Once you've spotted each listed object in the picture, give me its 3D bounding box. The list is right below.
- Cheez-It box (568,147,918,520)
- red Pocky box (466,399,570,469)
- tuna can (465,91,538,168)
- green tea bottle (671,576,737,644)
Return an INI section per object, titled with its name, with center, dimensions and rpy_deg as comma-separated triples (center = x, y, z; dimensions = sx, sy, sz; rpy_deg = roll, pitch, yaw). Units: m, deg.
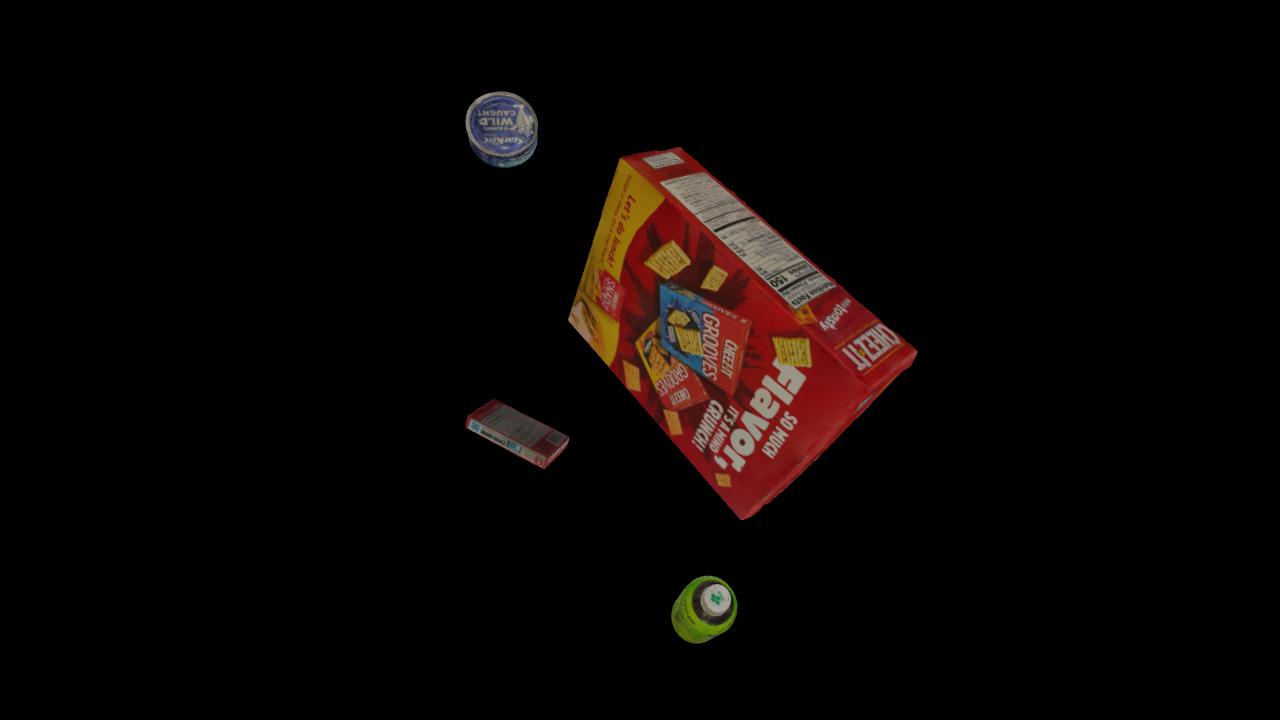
[Cheez-It box]
center = 0.053, -0.019, 0.444
dimensions = 0.071, 0.223, 0.166
rpy_deg = -26, -26, -37
[red Pocky box]
center = -0.202, 0.121, 1.024
dimensions = 0.155, 0.028, 0.083
rpy_deg = 25, 25, 11
[tuna can]
center = -0.165, -0.275, 0.739
dimensions = 0.084, 0.084, 0.034
rpy_deg = 0, -11, -9
[green tea bottle]
center = 0.083, 0.314, 0.776
dimensions = 0.073, 0.073, 0.212
rpy_deg = 0, -28, -5
